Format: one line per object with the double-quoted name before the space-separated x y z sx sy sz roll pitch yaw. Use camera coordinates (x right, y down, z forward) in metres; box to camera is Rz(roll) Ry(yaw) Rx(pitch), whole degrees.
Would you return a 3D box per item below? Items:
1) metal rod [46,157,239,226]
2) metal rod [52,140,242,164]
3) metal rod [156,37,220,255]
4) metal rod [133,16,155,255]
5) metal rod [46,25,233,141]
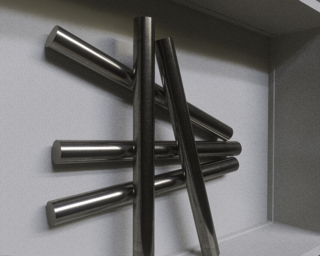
"metal rod" 0.004 0.073 0.411 0.302 0.025 0.025 -7 95 -40
"metal rod" 0.009 0.029 0.414 0.302 0.025 0.025 2 89 -40
"metal rod" 0.037 0.035 0.405 0.025 0.025 0.298 -23 105 -38
"metal rod" -0.019 0.025 0.357 0.025 0.025 0.298 0 90 -40
"metal rod" -0.001 -0.042 0.405 0.301 0.025 0.025 25 74 -37
